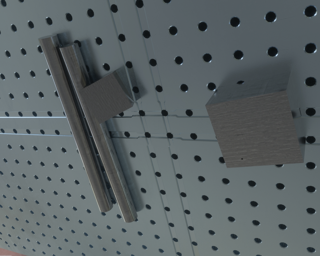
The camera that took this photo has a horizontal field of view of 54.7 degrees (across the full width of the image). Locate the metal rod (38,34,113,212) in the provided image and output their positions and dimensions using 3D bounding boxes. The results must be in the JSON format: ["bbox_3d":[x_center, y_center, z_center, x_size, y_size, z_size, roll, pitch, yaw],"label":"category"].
[{"bbox_3d":[-0.122,0.009,0.478,0.025,0.025,0.298,2,120,26],"label":"metal rod"}]

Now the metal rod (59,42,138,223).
[{"bbox_3d":[-0.085,0.022,0.467,0.025,0.025,0.298,-1,118,28],"label":"metal rod"}]

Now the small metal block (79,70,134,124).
[{"bbox_3d":[-0.069,-0.041,0.408,0.050,0.025,0.050,-27,105,9],"label":"small metal block"}]

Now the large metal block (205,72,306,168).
[{"bbox_3d":[0.106,-0.006,0.335,0.080,0.050,0.080,-9,114,32],"label":"large metal block"}]
